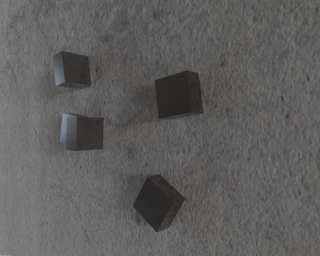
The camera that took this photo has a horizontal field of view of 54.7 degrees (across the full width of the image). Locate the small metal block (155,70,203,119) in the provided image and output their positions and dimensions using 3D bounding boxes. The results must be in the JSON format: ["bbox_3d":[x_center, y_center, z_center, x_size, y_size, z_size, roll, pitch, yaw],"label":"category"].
[{"bbox_3d":[0.023,-0.039,0.384,0.050,0.025,0.050,-10,84,39],"label":"small metal block"}]

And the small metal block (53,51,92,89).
[{"bbox_3d":[-0.142,-0.093,0.503,0.025,0.050,0.050,-13,82,39],"label":"small metal block"}]

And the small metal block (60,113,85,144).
[{"bbox_3d":[-0.140,0.004,0.517,0.050,0.025,0.050,14,99,38],"label":"small metal block"}]

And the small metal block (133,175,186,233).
[{"bbox_3d":[-0.002,0.097,0.405,0.050,0.025,0.050,39,114,32],"label":"small metal block"}]

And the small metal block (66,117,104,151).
[{"bbox_3d":[-0.116,0.008,0.482,0.025,0.050,0.050,4,92,40],"label":"small metal block"}]
